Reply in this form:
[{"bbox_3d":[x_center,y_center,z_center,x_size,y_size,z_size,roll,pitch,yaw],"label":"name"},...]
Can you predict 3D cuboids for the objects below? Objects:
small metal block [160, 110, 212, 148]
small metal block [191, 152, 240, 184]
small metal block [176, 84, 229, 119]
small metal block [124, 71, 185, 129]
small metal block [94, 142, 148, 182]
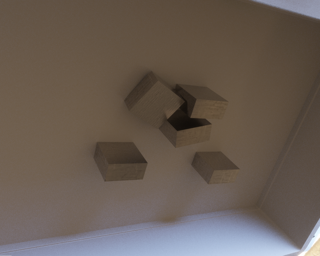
[{"bbox_3d":[0.032,-0.002,0.411,0.050,0.050,0.025,-11,123,-23],"label":"small metal block"},{"bbox_3d":[0.085,0.060,0.479,0.050,0.050,0.025,2,117,-30],"label":"small metal block"},{"bbox_3d":[0.051,-0.034,0.401,0.050,0.050,0.025,2,118,-30],"label":"small metal block"},{"bbox_3d":[-0.007,-0.033,0.381,0.050,0.025,0.050,-45,130,14],"label":"small metal block"},{"bbox_3d":[-0.051,0.041,0.392,0.050,0.050,0.025,2,117,-30],"label":"small metal block"}]
